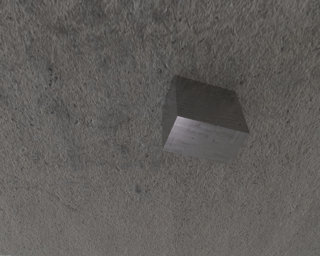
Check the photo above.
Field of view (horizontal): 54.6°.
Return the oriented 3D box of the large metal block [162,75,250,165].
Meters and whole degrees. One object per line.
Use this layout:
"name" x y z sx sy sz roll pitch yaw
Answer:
"large metal block" 0.049 -0.011 0.362 0.080 0.080 0.050 13 129 -11
